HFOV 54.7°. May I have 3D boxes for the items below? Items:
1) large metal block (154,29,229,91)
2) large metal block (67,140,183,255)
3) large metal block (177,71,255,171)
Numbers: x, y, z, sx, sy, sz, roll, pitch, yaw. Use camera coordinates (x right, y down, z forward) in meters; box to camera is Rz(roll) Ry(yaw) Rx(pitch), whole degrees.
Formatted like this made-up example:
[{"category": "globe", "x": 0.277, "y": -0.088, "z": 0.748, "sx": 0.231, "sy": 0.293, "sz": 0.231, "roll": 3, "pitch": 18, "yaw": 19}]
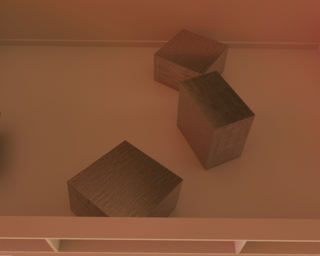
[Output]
[{"category": "large metal block", "x": 0.047, "y": -0.098, "z": 0.472, "sx": 0.080, "sy": 0.050, "sz": 0.080, "roll": 27, "pitch": 55, "yaw": 21}, {"category": "large metal block", "x": -0.035, "y": 0.070, "z": 0.321, "sx": 0.080, "sy": 0.050, "sz": 0.080, "roll": 32, "pitch": 46, "yaw": 24}, {"category": "large metal block", "x": 0.062, "y": -0.009, "z": 0.378, "sx": 0.050, "sy": 0.080, "sz": 0.080, "roll": -19, "pitch": 53, "yaw": -15}]
